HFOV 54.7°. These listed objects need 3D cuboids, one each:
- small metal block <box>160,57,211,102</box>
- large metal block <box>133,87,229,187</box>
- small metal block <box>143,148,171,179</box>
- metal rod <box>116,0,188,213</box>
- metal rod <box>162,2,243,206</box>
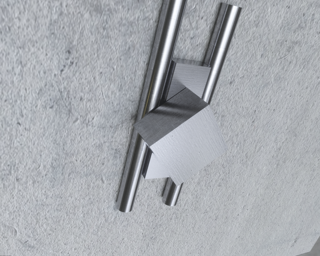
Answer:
[{"bbox_3d":[0.030,-0.059,0.388,0.050,0.025,0.050,1,118,-29],"label":"small metal block"},{"bbox_3d":[0.027,0.012,0.381,0.080,0.050,0.080,-35,129,-5],"label":"large metal block"},{"bbox_3d":[0.002,0.043,0.436,0.050,0.025,0.050,1,118,-29],"label":"small metal block"},{"bbox_3d":[-0.016,-0.016,0.392,0.025,0.025,0.298,1,118,-29],"label":"metal rod"},{"bbox_3d":[0.051,-0.015,0.429,0.025,0.025,0.298,1,118,-29],"label":"metal rod"}]
